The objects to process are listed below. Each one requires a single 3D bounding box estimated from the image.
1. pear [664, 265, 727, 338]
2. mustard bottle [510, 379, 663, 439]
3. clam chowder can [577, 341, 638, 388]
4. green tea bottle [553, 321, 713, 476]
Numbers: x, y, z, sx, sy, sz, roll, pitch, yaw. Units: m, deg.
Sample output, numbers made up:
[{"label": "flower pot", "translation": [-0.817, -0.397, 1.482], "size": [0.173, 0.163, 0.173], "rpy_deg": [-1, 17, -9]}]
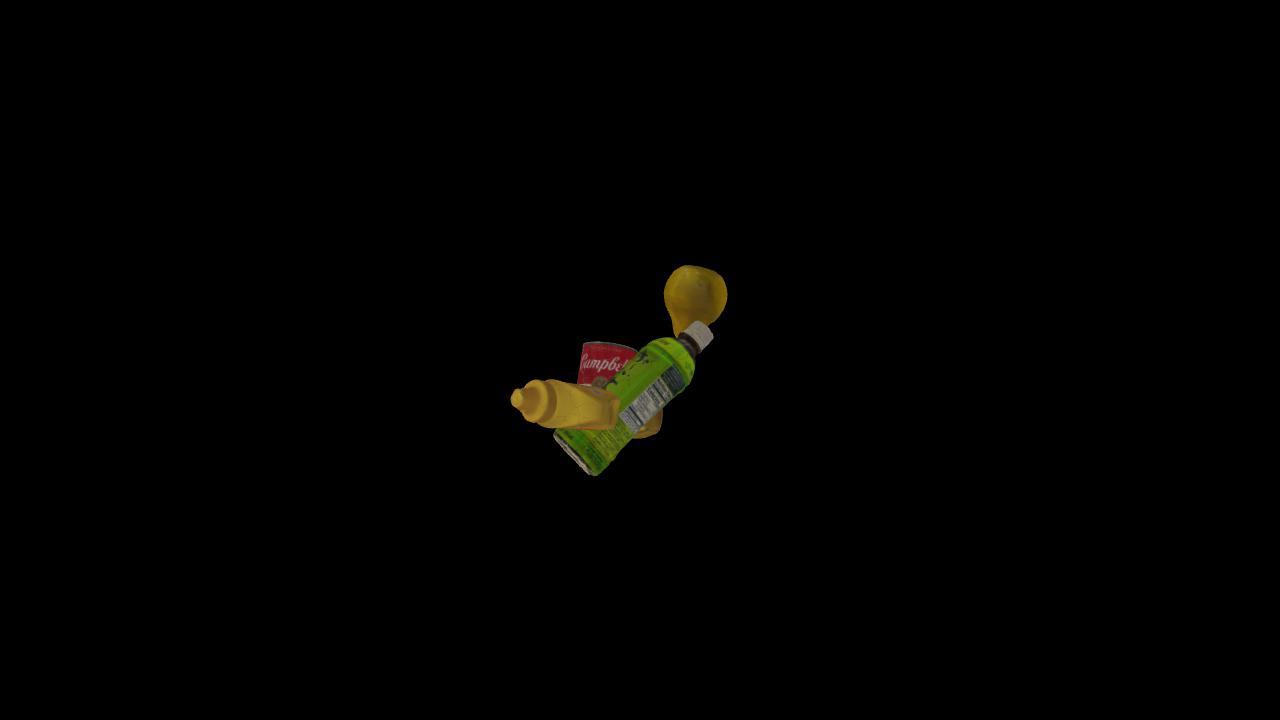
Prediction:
[{"label": "pear", "translation": [0.060, -0.056, 0.737], "size": [0.080, 0.111, 0.080], "rpy_deg": [12, 14, -3]}, {"label": "mustard bottle", "translation": [-0.063, 0.051, 0.657], "size": [0.092, 0.054, 0.184], "rpy_deg": [13, -1, 39]}, {"label": "clam chowder can", "translation": [-0.042, 0.036, 0.716], "size": [0.068, 0.102, 0.068], "rpy_deg": [8, -12, 2]}, {"label": "green tea bottle", "translation": [0.002, 0.035, 0.690], "size": [0.212, 0.073, 0.073], "rpy_deg": [-41, 13, -15]}]
